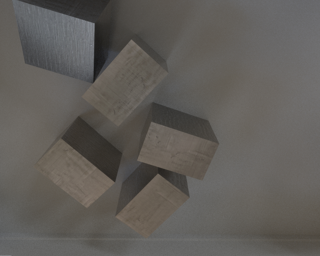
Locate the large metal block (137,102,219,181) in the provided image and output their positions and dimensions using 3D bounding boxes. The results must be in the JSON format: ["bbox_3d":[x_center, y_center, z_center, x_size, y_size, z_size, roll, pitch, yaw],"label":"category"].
[{"bbox_3d":[0.020,0.014,0.387,0.080,0.080,0.050,18,109,-7],"label":"large metal block"}]

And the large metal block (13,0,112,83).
[{"bbox_3d":[-0.101,-0.104,0.335,0.080,0.050,0.080,17,141,0],"label":"large metal block"}]

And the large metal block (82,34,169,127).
[{"bbox_3d":[-0.037,-0.059,0.360,0.050,0.080,0.080,41,105,-14],"label":"large metal block"}]

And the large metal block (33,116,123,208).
[{"bbox_3d":[-0.099,0.040,0.395,0.080,0.080,0.050,43,104,-15],"label":"large metal block"}]

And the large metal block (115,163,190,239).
[{"bbox_3d":[-0.010,0.082,0.412,0.050,0.080,0.080,39,105,-14],"label":"large metal block"}]
